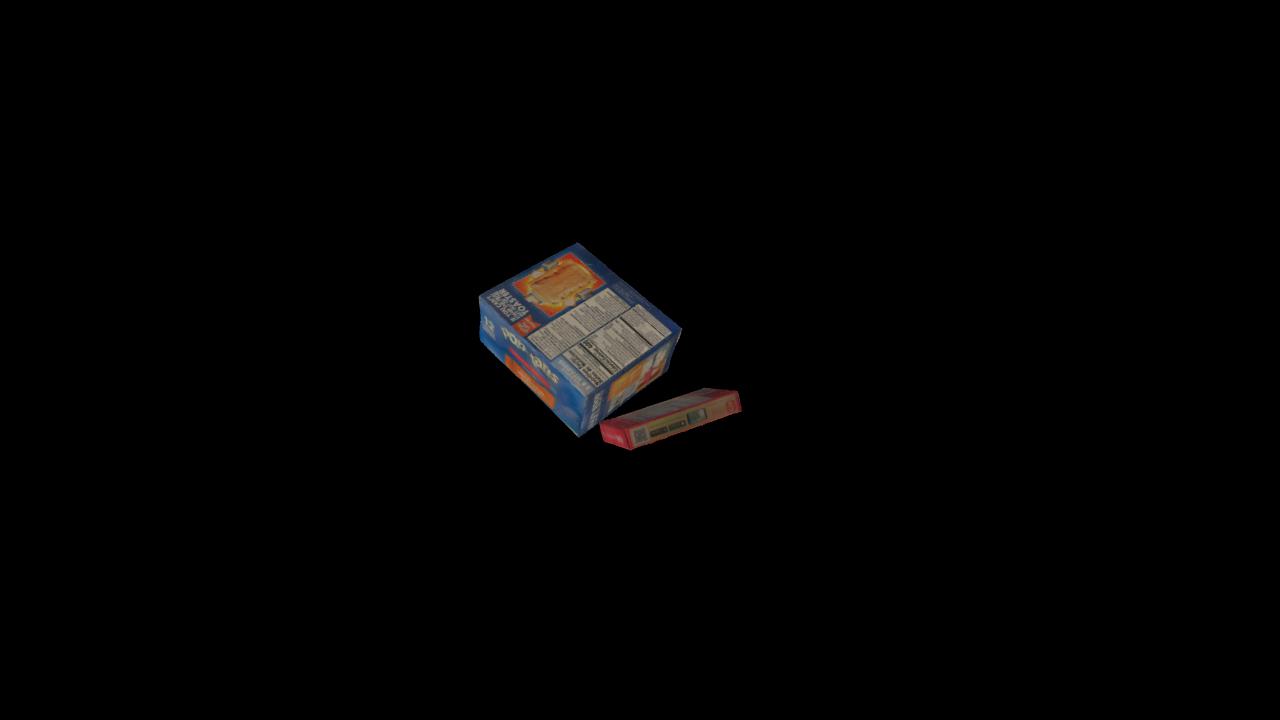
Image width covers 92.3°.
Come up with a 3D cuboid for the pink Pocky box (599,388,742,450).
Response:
[{"bbox_3d":[0.036,0.069,0.742,0.155,0.029,0.084,-16,6,-23],"label":"pink Pocky box"}]

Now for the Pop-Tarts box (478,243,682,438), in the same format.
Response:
[{"bbox_3d":[-0.067,-0.026,0.668,0.141,0.167,0.083,-36,-24,-32],"label":"Pop-Tarts box"}]
